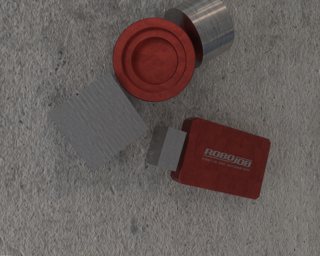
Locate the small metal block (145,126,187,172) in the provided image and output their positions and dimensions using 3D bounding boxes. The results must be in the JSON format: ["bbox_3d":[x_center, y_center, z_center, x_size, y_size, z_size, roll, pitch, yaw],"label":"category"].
[{"bbox_3d":[0.006,0.026,0.398,0.025,0.050,0.050,18,84,-19],"label":"small metal block"}]

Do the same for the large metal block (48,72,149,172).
[{"bbox_3d":[-0.074,-0.008,0.369,0.080,0.050,0.080,-38,102,-16],"label":"large metal block"}]

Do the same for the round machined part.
[{"bbox_3d":[-0.005,-0.083,0.384,0.099,0.042,0.097,1,100,5],"label":"round machined part"}]

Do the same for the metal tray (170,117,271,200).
[{"bbox_3d":[0.088,0.044,0.439,0.131,0.030,0.090,16,85,-20],"label":"metal tray"}]

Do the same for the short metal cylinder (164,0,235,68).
[{"bbox_3d":[0.048,-0.124,0.397,0.050,0.080,0.080,-32,101,-18],"label":"short metal cylinder"}]
